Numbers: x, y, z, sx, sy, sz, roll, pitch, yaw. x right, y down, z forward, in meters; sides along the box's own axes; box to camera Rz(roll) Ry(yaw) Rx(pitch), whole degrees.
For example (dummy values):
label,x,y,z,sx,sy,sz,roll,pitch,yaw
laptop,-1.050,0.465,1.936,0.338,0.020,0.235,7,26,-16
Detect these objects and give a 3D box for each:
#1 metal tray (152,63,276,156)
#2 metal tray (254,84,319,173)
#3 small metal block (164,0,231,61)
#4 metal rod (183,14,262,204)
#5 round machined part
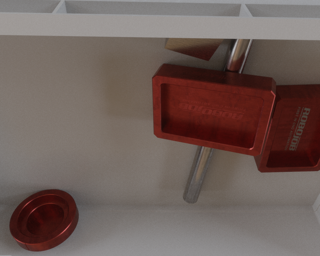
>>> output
label,x,y,z,sx,sy,sz,roll,pitch,yaw
metal tray,0.058,-0.021,0.360,0.131,0.030,0.089,10,129,14
metal tray,0.183,0.005,0.412,0.091,0.030,0.129,-2,130,1
small metal block,0.037,-0.099,0.314,0.050,0.025,0.050,13,152,-12
metal rod,0.070,0.001,0.410,0.025,0.025,0.298,6,130,-6
round machined part,-0.177,0.148,0.484,0.099,0.098,0.042,-2,130,1
